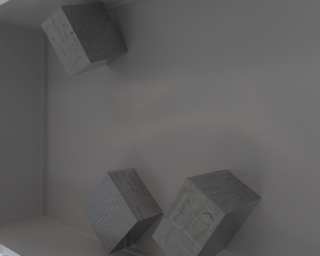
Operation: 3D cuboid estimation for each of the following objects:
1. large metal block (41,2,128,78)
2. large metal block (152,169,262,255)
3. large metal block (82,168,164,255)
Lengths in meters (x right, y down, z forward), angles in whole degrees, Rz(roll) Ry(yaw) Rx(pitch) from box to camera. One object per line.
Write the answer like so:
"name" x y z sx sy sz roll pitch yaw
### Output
"large metal block" -0.105 -0.127 0.442 0.050 0.080 0.080 -20 100 38
"large metal block" 0.050 0.095 0.329 0.050 0.081 0.080 41 115 32
"large metal block" -0.055 0.115 0.436 0.080 0.050 0.080 52 120 27
